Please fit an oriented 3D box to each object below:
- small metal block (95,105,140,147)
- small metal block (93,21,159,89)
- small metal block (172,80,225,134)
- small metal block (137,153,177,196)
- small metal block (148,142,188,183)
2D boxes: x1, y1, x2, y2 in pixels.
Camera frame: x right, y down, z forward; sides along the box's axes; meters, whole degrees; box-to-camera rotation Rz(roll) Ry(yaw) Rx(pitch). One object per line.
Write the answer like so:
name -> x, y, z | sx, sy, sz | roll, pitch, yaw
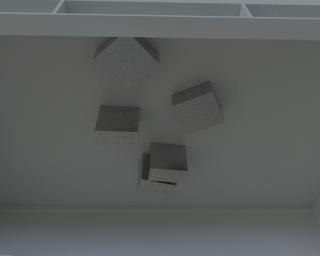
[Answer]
small metal block -> -0.052, -0.003, 0.390 | 0.050, 0.050, 0.025 | 2, 130, -2
small metal block -> -0.036, -0.079, 0.341 | 0.050, 0.025, 0.050 | -34, 123, 25
small metal block -> 0.048, -0.025, 0.389 | 0.050, 0.025, 0.050 | -19, 128, 15
small metal block -> -0.005, 0.067, 0.450 | 0.050, 0.050, 0.025 | 13, 129, -11
small metal block -> 0.010, 0.048, 0.434 | 0.050, 0.050, 0.025 | 6, 130, -5
